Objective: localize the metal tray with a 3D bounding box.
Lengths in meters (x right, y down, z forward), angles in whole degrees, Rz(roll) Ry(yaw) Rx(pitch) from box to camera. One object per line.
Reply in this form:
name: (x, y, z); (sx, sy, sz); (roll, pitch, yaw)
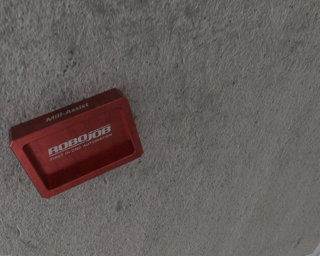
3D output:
metal tray: (-0.092, 0.018, 0.363); (0.131, 0.030, 0.090); (-24, 127, -14)
